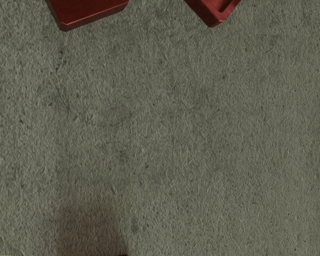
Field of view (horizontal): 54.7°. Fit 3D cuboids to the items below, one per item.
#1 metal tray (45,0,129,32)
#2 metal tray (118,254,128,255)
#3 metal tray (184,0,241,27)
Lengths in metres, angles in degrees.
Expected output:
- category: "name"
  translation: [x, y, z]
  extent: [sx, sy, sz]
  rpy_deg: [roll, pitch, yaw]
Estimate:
- category: "metal tray"
  translation: [-0.104, -0.193, 0.367]
  extent: [0.091, 0.030, 0.129]
  rpy_deg: [-28, 100, -18]
- category: "metal tray"
  translation: [-0.074, 0.232, 0.379]
  extent: [0.091, 0.030, 0.129]
  rpy_deg: [-4, 91, -20]
- category: "metal tray"
  translation: [0.087, -0.220, 0.437]
  extent: [0.090, 0.030, 0.130]
  rpy_deg: [43, 76, -15]
